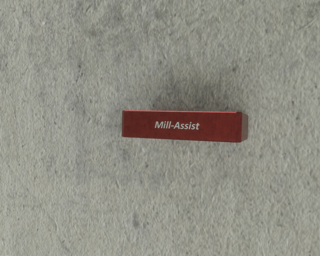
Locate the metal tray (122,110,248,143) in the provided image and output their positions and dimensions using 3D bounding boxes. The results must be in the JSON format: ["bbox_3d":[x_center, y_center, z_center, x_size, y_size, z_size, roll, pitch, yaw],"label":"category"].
[{"bbox_3d":[0.033,-0.003,0.363,0.130,0.090,0.030,2,91,20],"label":"metal tray"}]
